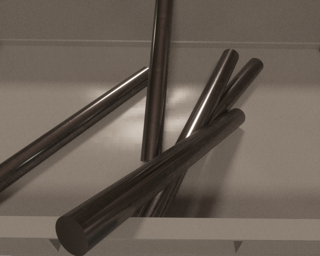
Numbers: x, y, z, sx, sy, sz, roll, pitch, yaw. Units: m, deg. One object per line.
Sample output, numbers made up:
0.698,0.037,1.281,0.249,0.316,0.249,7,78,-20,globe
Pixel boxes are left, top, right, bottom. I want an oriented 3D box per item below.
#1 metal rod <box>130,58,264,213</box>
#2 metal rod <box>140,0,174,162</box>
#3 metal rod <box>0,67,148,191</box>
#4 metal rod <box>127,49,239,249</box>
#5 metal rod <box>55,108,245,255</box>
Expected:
0.063,-0.008,0.412,0.025,0.025,0.301,30,56,22,metal rod
0.001,-0.104,0.409,0.025,0.025,0.299,4,76,3,metal rod
-0.119,0.002,0.401,0.025,0.025,0.302,35,58,25,metal rod
0.043,-0.001,0.372,0.025,0.025,0.301,19,53,15,metal rod
0.027,0.023,0.298,0.025,0.025,0.302,29,28,22,metal rod
